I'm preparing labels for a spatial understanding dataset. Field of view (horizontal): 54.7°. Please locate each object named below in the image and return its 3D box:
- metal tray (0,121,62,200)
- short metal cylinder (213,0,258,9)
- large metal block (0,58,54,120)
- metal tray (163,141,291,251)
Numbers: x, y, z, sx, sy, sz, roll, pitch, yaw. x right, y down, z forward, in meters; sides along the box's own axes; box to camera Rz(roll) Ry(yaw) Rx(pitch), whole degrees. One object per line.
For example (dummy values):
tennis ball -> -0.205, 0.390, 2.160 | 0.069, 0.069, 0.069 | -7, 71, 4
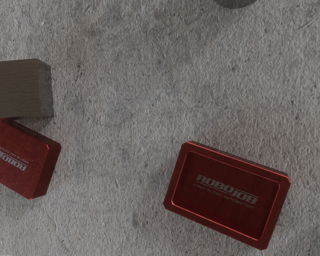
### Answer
metal tray -> -0.227, 0.043, 0.486 | 0.130, 0.030, 0.089 | 23, 98, 18
short metal cylinder -> 0.089, -0.189, 0.364 | 0.080, 0.050, 0.079 | 0, 90, 20
large metal block -> -0.208, -0.054, 0.457 | 0.080, 0.050, 0.080 | -4, 88, 1
metal tray -> 0.079, 0.078, 0.378 | 0.130, 0.030, 0.089 | 19, 96, 18
